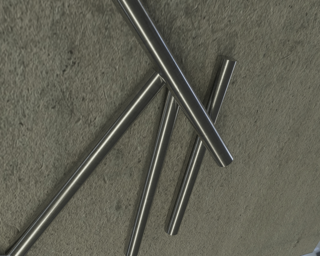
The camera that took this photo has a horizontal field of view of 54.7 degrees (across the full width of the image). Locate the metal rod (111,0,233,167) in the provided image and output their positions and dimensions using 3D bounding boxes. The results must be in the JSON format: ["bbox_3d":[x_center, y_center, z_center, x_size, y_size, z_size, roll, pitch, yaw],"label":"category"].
[{"bbox_3d":[0.013,-0.061,0.348,0.025,0.025,0.300,-38,121,-3],"label":"metal rod"}]

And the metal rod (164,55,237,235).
[{"bbox_3d":[0.053,0.041,0.460,0.025,0.025,0.298,0,118,-29],"label":"metal rod"}]

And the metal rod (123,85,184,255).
[{"bbox_3d":[-0.013,0.071,0.443,0.025,0.025,0.298,0,118,-29],"label":"metal rod"}]

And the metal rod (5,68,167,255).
[{"bbox_3d":[-0.095,0.051,0.385,0.025,0.025,0.299,34,99,-39],"label":"metal rod"}]
